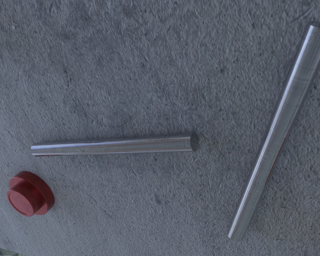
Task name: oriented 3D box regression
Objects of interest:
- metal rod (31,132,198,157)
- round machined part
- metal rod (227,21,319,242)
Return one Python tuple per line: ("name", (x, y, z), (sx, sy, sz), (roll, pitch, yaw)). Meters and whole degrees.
("metal rod", (-0.086, 0.028, 0.469), (0.300, 0.025, 0.025), (-4, 116, 30))
("round machined part", (-0.265, 0.138, 0.621), (0.098, 0.042, 0.097), (13, 124, 21))
("metal rod", (0.126, 0.030, 0.359), (0.025, 0.025, 0.298), (20, 126, 16))
